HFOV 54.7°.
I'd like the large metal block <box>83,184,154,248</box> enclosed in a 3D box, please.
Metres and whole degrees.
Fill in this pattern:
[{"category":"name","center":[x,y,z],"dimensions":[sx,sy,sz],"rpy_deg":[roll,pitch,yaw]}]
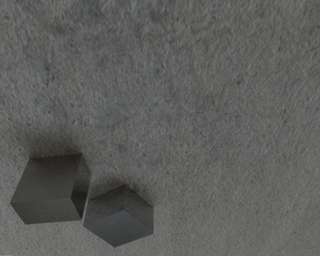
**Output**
[{"category":"large metal block","center":[-0.066,0.148,0.516],"dimensions":[0.080,0.050,0.080],"rpy_deg":[-26,126,20]}]

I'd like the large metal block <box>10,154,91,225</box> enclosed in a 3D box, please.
[{"category":"large metal block","center":[-0.151,0.086,0.442],"dimensions":[0.080,0.080,0.050],"rpy_deg":[-6,130,4]}]
